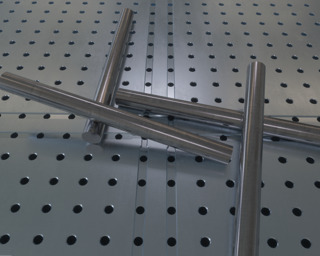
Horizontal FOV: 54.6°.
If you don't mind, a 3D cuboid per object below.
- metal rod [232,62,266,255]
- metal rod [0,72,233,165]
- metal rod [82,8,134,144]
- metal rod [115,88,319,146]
[{"bbox_3d":[0.103,0.039,0.353,0.025,0.025,0.300,9,57,8],"label":"metal rod"},{"bbox_3d":[-0.057,-0.013,0.390,0.301,0.025,0.025,18,52,4],"label":"metal rod"},{"bbox_3d":[-0.075,-0.102,0.492,0.025,0.025,0.300,4,50,3],"label":"metal rod"},{"bbox_3d":[0.086,-0.015,0.420,0.301,0.025,0.025,12,51,9],"label":"metal rod"}]
